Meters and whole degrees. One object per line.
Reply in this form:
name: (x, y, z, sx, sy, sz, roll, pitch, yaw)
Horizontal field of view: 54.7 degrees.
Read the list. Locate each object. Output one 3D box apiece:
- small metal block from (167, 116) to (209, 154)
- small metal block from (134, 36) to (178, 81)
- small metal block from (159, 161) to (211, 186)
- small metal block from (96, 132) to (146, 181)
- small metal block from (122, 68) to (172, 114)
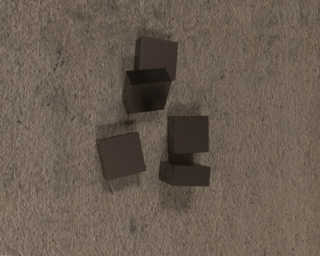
small metal block: (0.038, 0.008, 0.424, 0.050, 0.025, 0.050, -1, 90, -21)
small metal block: (-0.006, -0.089, 0.408, 0.050, 0.025, 0.050, 5, 89, -20)
small metal block: (0.031, 0.060, 0.409, 0.050, 0.050, 0.025, 5, 89, -20)
small metal block: (-0.049, 0.035, 0.392, 0.050, 0.025, 0.050, -13, 95, -20)
small metal block: (-0.018, -0.046, 0.388, 0.050, 0.050, 0.025, -9, 53, -20)
